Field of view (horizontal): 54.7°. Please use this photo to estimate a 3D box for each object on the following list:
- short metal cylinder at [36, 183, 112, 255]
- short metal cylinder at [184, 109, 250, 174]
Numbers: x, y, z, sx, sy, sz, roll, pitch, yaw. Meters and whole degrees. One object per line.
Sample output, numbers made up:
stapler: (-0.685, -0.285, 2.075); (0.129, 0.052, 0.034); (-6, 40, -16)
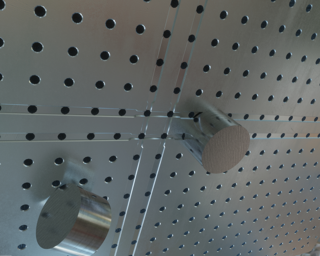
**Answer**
short metal cylinder: (-0.108, 0.116, 0.388); (0.080, 0.080, 0.050); (-47, 129, 5)
short metal cylinder: (0.082, 0.019, 0.452); (0.081, 0.050, 0.079); (-14, 124, -21)
